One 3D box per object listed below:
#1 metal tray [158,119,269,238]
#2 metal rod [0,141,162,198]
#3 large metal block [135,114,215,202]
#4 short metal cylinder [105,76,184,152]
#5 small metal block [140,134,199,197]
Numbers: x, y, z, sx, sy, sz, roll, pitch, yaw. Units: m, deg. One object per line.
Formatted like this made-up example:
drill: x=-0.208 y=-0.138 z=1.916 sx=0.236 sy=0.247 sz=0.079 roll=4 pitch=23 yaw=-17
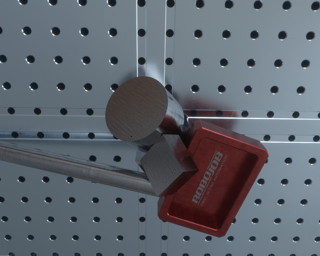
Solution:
metal tray: x=0.061 y=0.064 z=0.379 sx=0.091 sy=0.030 sz=0.129 roll=19 pitch=109 yaw=-7
metal rod: x=-0.142 y=0.043 z=0.396 sx=0.302 sy=0.025 sz=0.025 roll=12 pitch=110 yaw=7
large metal block: x=0.025 y=0.042 z=0.414 sx=0.080 sy=0.050 sz=0.080 roll=-34 pitch=107 yaw=11
short metal cylinder: x=-0.018 y=-0.015 z=0.372 sx=0.080 sy=0.080 sz=0.050 roll=-33 pitch=150 yaw=11
small metal block: x=0.009 y=0.042 z=0.352 sx=0.025 sy=0.050 sz=0.050 roll=4 pitch=137 yaw=-43
